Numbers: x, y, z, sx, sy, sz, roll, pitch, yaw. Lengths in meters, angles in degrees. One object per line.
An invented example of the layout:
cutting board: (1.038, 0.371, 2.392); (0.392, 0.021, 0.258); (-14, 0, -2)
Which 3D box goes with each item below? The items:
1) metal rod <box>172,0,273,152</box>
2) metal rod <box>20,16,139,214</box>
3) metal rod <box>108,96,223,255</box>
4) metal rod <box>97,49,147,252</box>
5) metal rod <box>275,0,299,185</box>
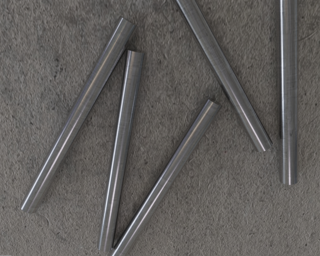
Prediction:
metal rod: (0.063, -0.095, 0.375); (0.025, 0.025, 0.299); (-30, 108, 10)
metal rod: (-0.113, -0.005, 0.406); (0.025, 0.025, 0.298); (30, 107, -11)
metal rod: (-0.002, 0.089, 0.442); (0.025, 0.025, 0.298); (27, 108, -10)
metal rod: (-0.056, 0.044, 0.425); (0.025, 0.025, 0.298); (10, 110, -4)
metal rod: (0.159, -0.064, 0.387); (0.025, 0.025, 0.298); (-8, 110, 3)
